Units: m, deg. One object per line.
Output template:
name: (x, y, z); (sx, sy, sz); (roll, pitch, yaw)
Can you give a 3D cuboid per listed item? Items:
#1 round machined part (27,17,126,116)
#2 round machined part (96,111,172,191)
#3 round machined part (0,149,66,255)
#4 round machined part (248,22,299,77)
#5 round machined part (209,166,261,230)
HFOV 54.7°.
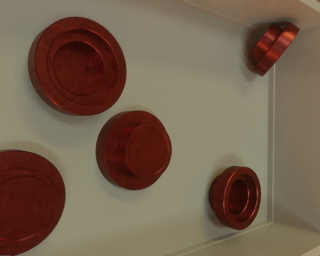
round machined part: (-0.088, -0.061, 0.323); (0.099, 0.042, 0.097); (0, 90, -40)
round machined part: (-0.024, 0.027, 0.377); (0.099, 0.042, 0.097); (0, 90, -40)
round machined part: (-0.134, 0.069, 0.285); (0.099, 0.042, 0.097); (0, 90, -40)
round machined part: (0.189, -0.141, 0.533); (0.042, 0.098, 0.098); (37, 62, 5)
round machined part: (0.117, 0.109, 0.496); (0.099, 0.042, 0.097); (0, 90, -40)
